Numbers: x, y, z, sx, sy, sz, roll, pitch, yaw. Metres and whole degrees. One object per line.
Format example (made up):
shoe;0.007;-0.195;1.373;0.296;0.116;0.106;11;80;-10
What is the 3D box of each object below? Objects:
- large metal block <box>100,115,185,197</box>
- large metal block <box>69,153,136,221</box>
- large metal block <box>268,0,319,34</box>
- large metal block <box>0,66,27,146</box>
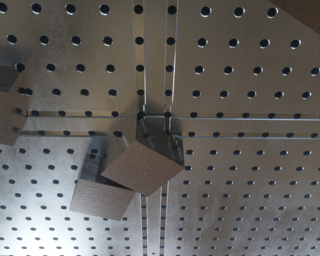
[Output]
large metal block;-0.024;0.041;0.430;0.080;0.050;0.080;31;123;-24
large metal block;-0.086;0.092;0.472;0.081;0.050;0.079;16;128;-14
large metal block;0.136;-0.144;0.275;0.080;0.050;0.080;23;126;-19
large metal block;-0.210;-0.030;0.367;0.081;0.050;0.079;9;130;-8
